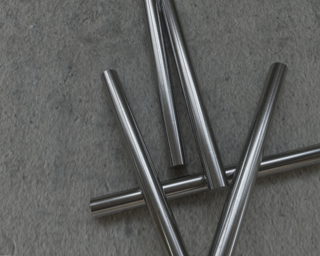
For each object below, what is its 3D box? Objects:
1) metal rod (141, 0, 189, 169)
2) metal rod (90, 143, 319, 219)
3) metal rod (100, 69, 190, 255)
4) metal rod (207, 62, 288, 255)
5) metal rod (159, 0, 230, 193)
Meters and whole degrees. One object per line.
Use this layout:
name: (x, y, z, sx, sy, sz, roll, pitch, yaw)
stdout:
metal rod: (0.001, -0.090, 0.440, 0.025, 0.025, 0.299, -8, 70, -3)
metal rod: (0.066, 0.064, 0.385, 0.302, 0.025, 0.025, -13, 71, -5)
metal rod: (-0.019, 0.049, 0.366, 0.025, 0.025, 0.299, -20, 63, -7)
metal rod: (0.110, 0.034, 0.371, 0.025, 0.025, 0.300, 23, 62, 8)
metal rod: (0.040, -0.062, 0.417, 0.025, 0.025, 0.299, -10, 65, -4)
